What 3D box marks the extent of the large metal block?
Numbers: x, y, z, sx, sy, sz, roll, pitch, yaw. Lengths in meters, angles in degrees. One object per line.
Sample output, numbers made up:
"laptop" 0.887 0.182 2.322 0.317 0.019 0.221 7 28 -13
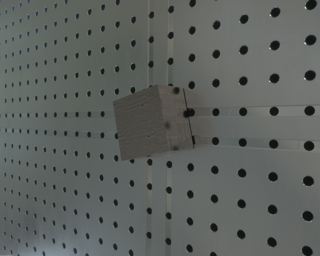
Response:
"large metal block" -0.010 -0.005 0.401 0.080 0.050 0.080 -15 81 39
